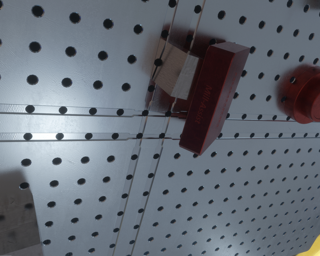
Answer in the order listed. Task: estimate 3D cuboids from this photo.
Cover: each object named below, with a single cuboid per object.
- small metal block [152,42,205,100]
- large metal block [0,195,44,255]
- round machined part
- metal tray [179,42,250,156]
[{"bbox_3d":[0.021,-0.068,0.366,0.025,0.050,0.050,10,113,-33],"label":"small metal block"},{"bbox_3d":[-0.169,0.143,0.372,0.050,0.080,0.079,-11,123,-23],"label":"large metal block"},{"bbox_3d":[0.261,-0.049,0.516,0.099,0.042,0.097,-14,125,-21],"label":"round machined part"},{"bbox_3d":[0.070,-0.039,0.392,0.090,0.030,0.129,-33,143,-58],"label":"metal tray"}]
